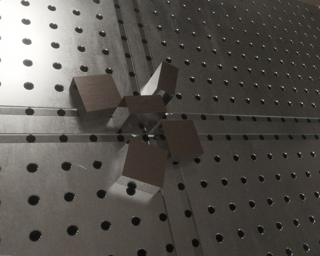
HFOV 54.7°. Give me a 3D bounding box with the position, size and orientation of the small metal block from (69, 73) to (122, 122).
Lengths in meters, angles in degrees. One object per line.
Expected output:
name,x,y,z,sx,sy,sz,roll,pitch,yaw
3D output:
small metal block,-0.080,-0.039,0.390,0.050,0.025,0.050,-13,68,-34

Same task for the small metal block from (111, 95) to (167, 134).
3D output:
small metal block,-0.027,-0.017,0.389,0.050,0.050,0.025,-6,65,-31

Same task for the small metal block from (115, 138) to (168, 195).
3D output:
small metal block,-0.021,0.046,0.370,0.050,0.025,0.050,21,54,-16

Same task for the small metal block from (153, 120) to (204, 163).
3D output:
small metal block,0.024,0.018,0.412,0.050,0.025,0.050,-2,63,-30

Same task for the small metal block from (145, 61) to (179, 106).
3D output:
small metal block,0.000,-0.055,0.427,0.025,0.050,0.050,22,54,-16
